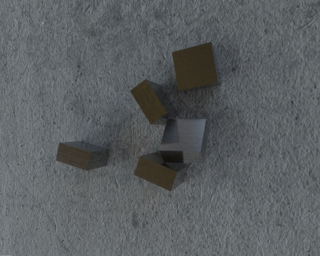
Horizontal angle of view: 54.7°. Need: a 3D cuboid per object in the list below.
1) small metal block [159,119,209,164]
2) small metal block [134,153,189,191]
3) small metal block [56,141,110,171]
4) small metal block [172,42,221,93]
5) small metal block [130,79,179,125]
[{"bbox_3d":[0.031,0.016,0.384,0.050,0.025,0.050,0,50,19],"label":"small metal block"},{"bbox_3d":[0.003,0.054,0.394,0.050,0.050,0.025,21,99,19],"label":"small metal block"},{"bbox_3d":[-0.107,0.037,0.433,0.050,0.050,0.025,14,95,19],"label":"small metal block"},{"bbox_3d":[0.047,-0.075,0.392,0.050,0.025,0.050,-10,87,19],"label":"small metal block"},{"bbox_3d":[-0.006,-0.032,0.397,0.025,0.050,0.050,-35,79,16],"label":"small metal block"}]
